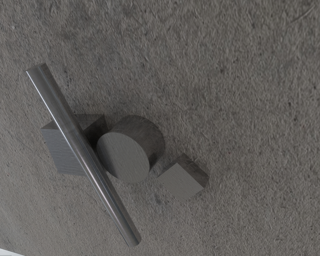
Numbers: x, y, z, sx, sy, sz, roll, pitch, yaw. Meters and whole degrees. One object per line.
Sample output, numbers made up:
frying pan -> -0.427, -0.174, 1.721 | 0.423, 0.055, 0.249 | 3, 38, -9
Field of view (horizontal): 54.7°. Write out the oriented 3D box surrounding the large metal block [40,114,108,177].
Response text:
large metal block -> -0.121, 0.025, 0.470 | 0.080, 0.050, 0.080 | 2, 119, 27

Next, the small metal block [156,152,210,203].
small metal block -> 0.032, 0.070, 0.434 | 0.050, 0.025, 0.050 | 44, 129, -3

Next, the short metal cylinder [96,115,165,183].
short metal cylinder -> -0.040, 0.028, 0.429 | 0.080, 0.050, 0.079 | 13, 124, 21

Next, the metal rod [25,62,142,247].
metal rod -> -0.093, 0.053, 0.425 | 0.025, 0.025, 0.299 | -7, 119, 31
